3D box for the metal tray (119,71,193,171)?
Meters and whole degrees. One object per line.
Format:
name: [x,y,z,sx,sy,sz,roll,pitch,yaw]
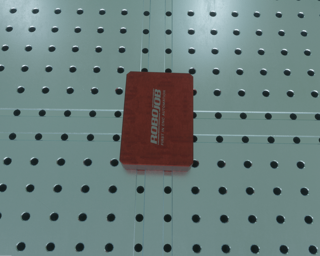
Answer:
metal tray: [-0.002,-0.010,0.412,0.091,0.030,0.130,2,70,0]
